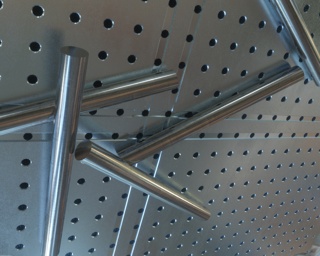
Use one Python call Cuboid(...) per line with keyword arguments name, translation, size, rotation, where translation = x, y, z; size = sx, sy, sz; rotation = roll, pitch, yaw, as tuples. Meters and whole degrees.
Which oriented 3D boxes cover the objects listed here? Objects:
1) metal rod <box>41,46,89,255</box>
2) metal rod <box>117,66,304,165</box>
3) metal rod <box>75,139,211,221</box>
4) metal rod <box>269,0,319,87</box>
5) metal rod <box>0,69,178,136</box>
Cuboid(name="metal rod", translation=(-0.116, 0.052, 0.358), size=(0.025, 0.025, 0.298), rotation=(-1, 126, -28))
Cuboid(name="metal rod", translation=(0.081, -0.020, 0.444), size=(0.302, 0.025, 0.025), rotation=(-26, 128, -13))
Cuboid(name="metal rod", translation=(-0.002, 0.089, 0.444), size=(0.025, 0.025, 0.301), rotation=(-47, 136, 4))
Cuboid(name="metal rod", translation=(0.177, -0.149, 0.418), size=(0.025, 0.025, 0.301), rotation=(-48, 129, 6))
Cuboid(name="metal rod", translation=(-0.120, -0.019, 0.334), size=(0.302, 0.025, 0.025), rotation=(-17, 126, -19))
